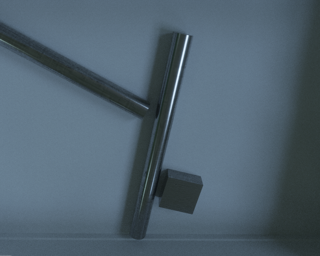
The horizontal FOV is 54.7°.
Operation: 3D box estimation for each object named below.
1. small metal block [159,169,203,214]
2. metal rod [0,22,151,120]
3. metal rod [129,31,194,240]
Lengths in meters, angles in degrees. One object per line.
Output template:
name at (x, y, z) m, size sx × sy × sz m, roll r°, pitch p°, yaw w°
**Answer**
small metal block at (0.029, 0.091, 0.446) m, size 0.050 × 0.025 × 0.050 m, roll 14°, pitch 109°, yaw -6°
metal rod at (-0.149, -0.091, 0.375) m, size 0.301 × 0.025 × 0.025 m, roll 28°, pitch 108°, yaw -10°
metal rod at (-0.003, 0.024, 0.420) m, size 0.025 × 0.025 × 0.298 m, roll 11°, pitch 110°, yaw -5°
